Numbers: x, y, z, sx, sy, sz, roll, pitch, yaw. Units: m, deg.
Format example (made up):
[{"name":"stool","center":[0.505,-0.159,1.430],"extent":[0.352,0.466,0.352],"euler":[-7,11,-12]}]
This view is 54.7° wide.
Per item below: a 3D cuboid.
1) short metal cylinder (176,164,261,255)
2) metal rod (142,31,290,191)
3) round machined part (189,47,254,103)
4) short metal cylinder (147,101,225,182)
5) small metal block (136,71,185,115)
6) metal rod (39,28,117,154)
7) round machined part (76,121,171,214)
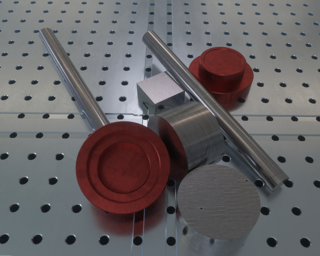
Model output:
[{"name":"short metal cylinder","center":[0.057,0.085,0.320],"extent":[0.080,0.050,0.080],"euler":[0,50,0]},{"name":"metal rod","center":[0.060,-0.041,0.427],"extent":[0.025,0.025,0.300],"euler":[-25,59,-20]},{"name":"round machined part","center":[0.092,-0.086,0.469],"extent":[0.099,0.042,0.098],"euler":[0,50,0]},{"name":"short metal cylinder","center":[0.028,0.015,0.357],"extent":[0.050,0.079,0.080],"euler":[-23,54,-25]},{"name":"small metal block","center":[0.001,-0.051,0.450],"extent":[0.050,0.025,0.050],"euler":[-26,55,-20]},{"name":"metal rod","center":[-0.125,-0.065,0.461],"extent":[0.025,0.025,0.300],"euler":[-24,54,-19]},{"name":"round machined part","center":[-0.039,0.045,0.343],"extent":[0.099,0.042,0.098],"euler":[1,75,-4]}]
